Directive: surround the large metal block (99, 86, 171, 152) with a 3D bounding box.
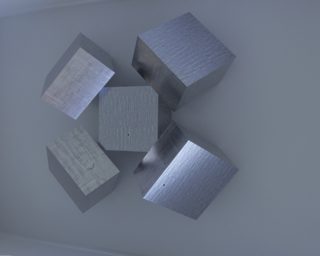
[{"bbox_3d":[-0.032,-0.012,0.406,0.080,0.050,0.080,1,90,20],"label":"large metal block"}]

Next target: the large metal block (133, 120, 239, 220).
[{"bbox_3d":[0.029,0.050,0.362,0.080,0.050,0.080,30,103,-29],"label":"large metal block"}]

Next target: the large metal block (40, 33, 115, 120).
[{"bbox_3d":[-0.108,-0.071,0.409,0.050,0.080,0.080,35,105,-28],"label":"large metal block"}]

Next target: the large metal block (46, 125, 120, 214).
[{"bbox_3d":[-0.103,0.056,0.410,0.080,0.050,0.080,48,149,13],"label":"large metal block"}]

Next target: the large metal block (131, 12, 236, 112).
[{"bbox_3d":[0.026,-0.079,0.364,0.080,0.050,0.080,-34,74,-28],"label":"large metal block"}]
